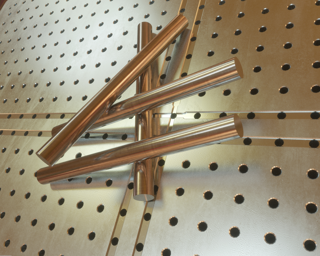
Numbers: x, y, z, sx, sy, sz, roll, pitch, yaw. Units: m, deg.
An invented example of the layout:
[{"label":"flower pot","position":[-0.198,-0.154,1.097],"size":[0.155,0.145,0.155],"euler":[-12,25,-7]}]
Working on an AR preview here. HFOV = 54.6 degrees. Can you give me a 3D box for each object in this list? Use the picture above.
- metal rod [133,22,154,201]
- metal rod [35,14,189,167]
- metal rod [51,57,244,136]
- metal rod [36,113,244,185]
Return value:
[{"label":"metal rod","position":[-0.023,-0.044,0.448],"size":[0.025,0.025,0.300],"euler":[-15,56,20]},{"label":"metal rod","position":[-0.051,-0.067,0.431],"size":[0.025,0.025,0.301],"euler":[19,58,35]},{"label":"metal rod","position":[-0.037,-0.028,0.413],"size":[0.300,0.025,0.025],"euler":[-17,54,31]},{"label":"metal rod","position":[-0.047,0.034,0.382],"size":[0.300,0.025,0.025],"euler":[-16,55,30]}]
